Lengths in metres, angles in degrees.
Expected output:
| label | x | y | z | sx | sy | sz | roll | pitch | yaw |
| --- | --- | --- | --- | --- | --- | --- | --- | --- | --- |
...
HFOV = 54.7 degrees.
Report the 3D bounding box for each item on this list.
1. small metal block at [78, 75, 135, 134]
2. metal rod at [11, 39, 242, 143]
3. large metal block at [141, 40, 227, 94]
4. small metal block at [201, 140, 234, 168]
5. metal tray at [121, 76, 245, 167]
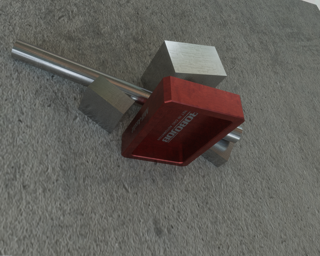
| label | x | y | z | sx | sy | sz | roll | pitch | yaw |
| --- | --- | --- | --- | --- | --- | --- | --- | --- | --- |
| small metal block | -0.065 | -0.027 | 0.371 | 0.050 | 0.050 | 0.025 | 38 | 51 | -3 |
| metal rod | -0.033 | -0.043 | 0.397 | 0.302 | 0.025 | 0.025 | 20 | 54 | -10 |
| large metal block | 0.030 | -0.071 | 0.430 | 0.081 | 0.080 | 0.050 | -2 | 63 | -30 |
| small metal block | 0.075 | 0.019 | 0.437 | 0.050 | 0.025 | 0.050 | 36 | 51 | -5 |
| metal tray | 0.019 | 0.001 | 0.350 | 0.091 | 0.129 | 0.030 | 12 | 57 | -22 |
